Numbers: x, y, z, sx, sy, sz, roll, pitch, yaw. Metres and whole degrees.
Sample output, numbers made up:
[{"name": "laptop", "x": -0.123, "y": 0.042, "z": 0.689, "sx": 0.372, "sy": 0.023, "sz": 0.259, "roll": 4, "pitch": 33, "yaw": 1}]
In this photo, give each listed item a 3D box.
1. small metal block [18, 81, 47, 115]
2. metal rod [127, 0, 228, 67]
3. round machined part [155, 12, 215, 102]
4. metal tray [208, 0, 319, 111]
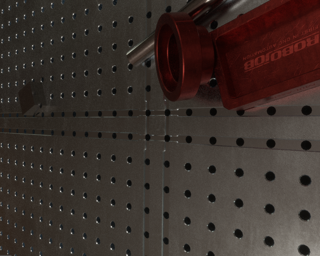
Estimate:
[{"name": "small metal block", "x": -0.254, "y": -0.058, "z": 0.615, "sx": 0.050, "sy": 0.025, "sz": 0.050, "roll": -27, "pitch": 73, "yaw": 36}, {"name": "metal rod", "x": 0.069, "y": -0.155, "z": 0.350, "sx": 0.299, "sy": 0.025, "sz": 0.025, "roll": -28, "pitch": 73, "yaw": 36}, {"name": "round machined part", "x": 0.028, "y": -0.081, "z": 0.354, "sx": 0.098, "sy": 0.042, "sz": 0.097, "roll": 171, "pitch": 89, "yaw": -74}, {"name": "metal tray", "x": 0.117, "y": -0.078, "z": 0.308, "sx": 0.130, "sy": 0.030, "sz": 0.090, "roll": -19, "pitch": 78, "yaw": 38}]
